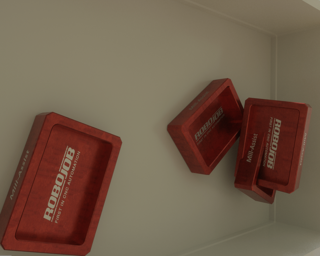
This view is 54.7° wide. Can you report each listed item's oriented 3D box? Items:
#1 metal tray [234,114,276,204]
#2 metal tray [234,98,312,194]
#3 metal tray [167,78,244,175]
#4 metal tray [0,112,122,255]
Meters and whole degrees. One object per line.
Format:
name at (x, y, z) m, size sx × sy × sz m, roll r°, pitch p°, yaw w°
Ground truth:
metal tray at (0.169, 0.049, 0.508) m, size 0.090 × 0.030 × 0.130 m, roll 35°, pitch 67°, yaw -43°
metal tray at (0.168, 0.023, 0.468) m, size 0.030 × 0.090 × 0.129 m, roll -1°, pitch 100°, yaw -54°
metal tray at (0.078, -0.004, 0.467) m, size 0.131 × 0.030 × 0.090 m, roll -44°, pitch 117°, yaw -31°
metal tray at (-0.099, 0.058, 0.319) m, size 0.090 × 0.030 × 0.130 m, roll 24°, pitch 75°, yaw -37°
